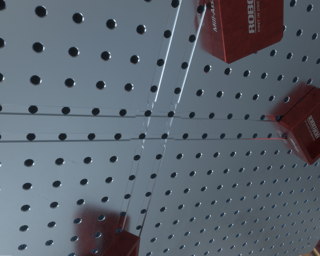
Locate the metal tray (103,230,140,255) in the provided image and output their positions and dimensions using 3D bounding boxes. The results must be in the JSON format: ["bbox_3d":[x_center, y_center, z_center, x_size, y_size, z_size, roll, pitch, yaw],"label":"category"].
[{"bbox_3d":[-0.070,0.237,0.482,0.090,0.030,0.129,-43,146,-55],"label":"metal tray"}]

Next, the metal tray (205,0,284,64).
[{"bbox_3d":[0.101,-0.153,0.368,0.090,0.030,0.129,-26,128,-13],"label":"metal tray"}]

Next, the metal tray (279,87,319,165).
[{"bbox_3d":[0.275,0.000,0.556,0.090,0.030,0.130,-44,129,2],"label":"metal tray"}]
